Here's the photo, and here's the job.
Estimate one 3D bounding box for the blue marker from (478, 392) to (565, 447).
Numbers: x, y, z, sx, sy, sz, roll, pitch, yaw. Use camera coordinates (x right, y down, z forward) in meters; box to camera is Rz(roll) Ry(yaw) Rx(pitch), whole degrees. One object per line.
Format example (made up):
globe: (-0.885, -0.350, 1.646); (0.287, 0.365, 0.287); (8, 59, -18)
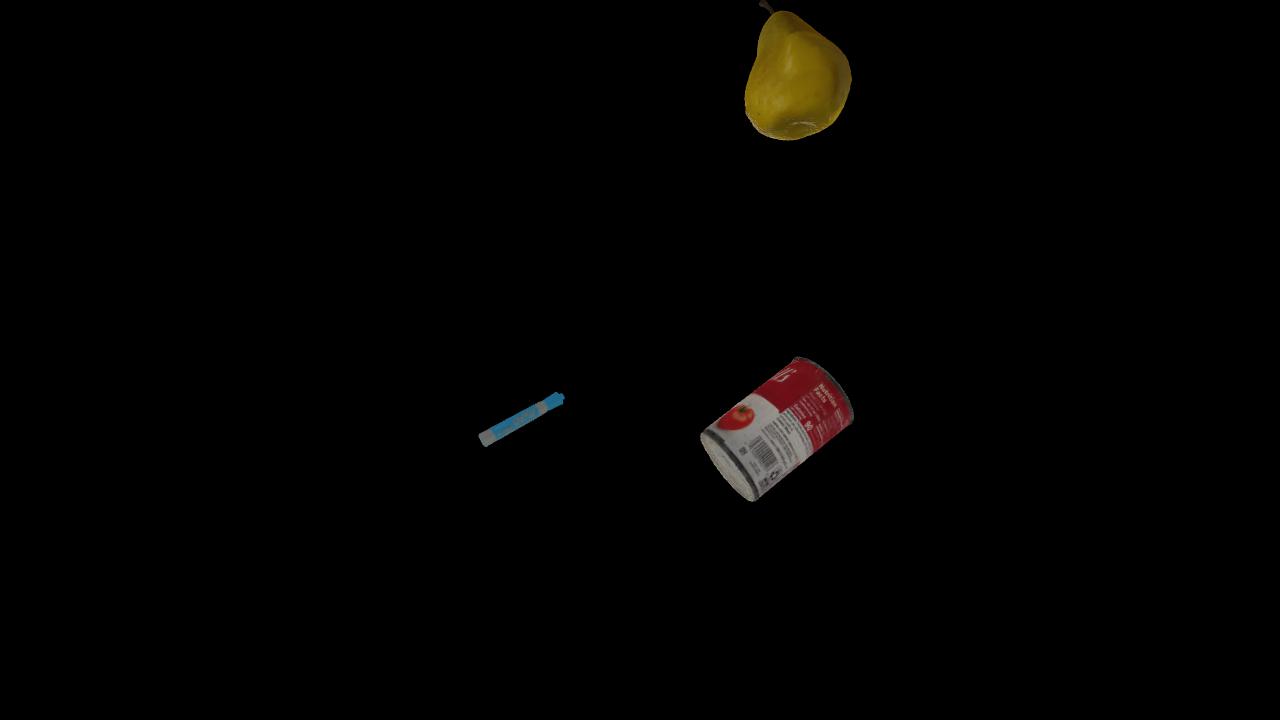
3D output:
blue marker: (-0.149, 0.074, 0.790); (0.121, 0.020, 0.020); (-29, 14, -27)

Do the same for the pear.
pear: (0.118, -0.229, 0.471); (0.080, 0.111, 0.080); (-4, -4, 0)

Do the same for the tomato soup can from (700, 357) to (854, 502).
tomato soup can: (0.105, 0.054, 0.479); (0.101, 0.068, 0.068); (-37, 8, -11)
